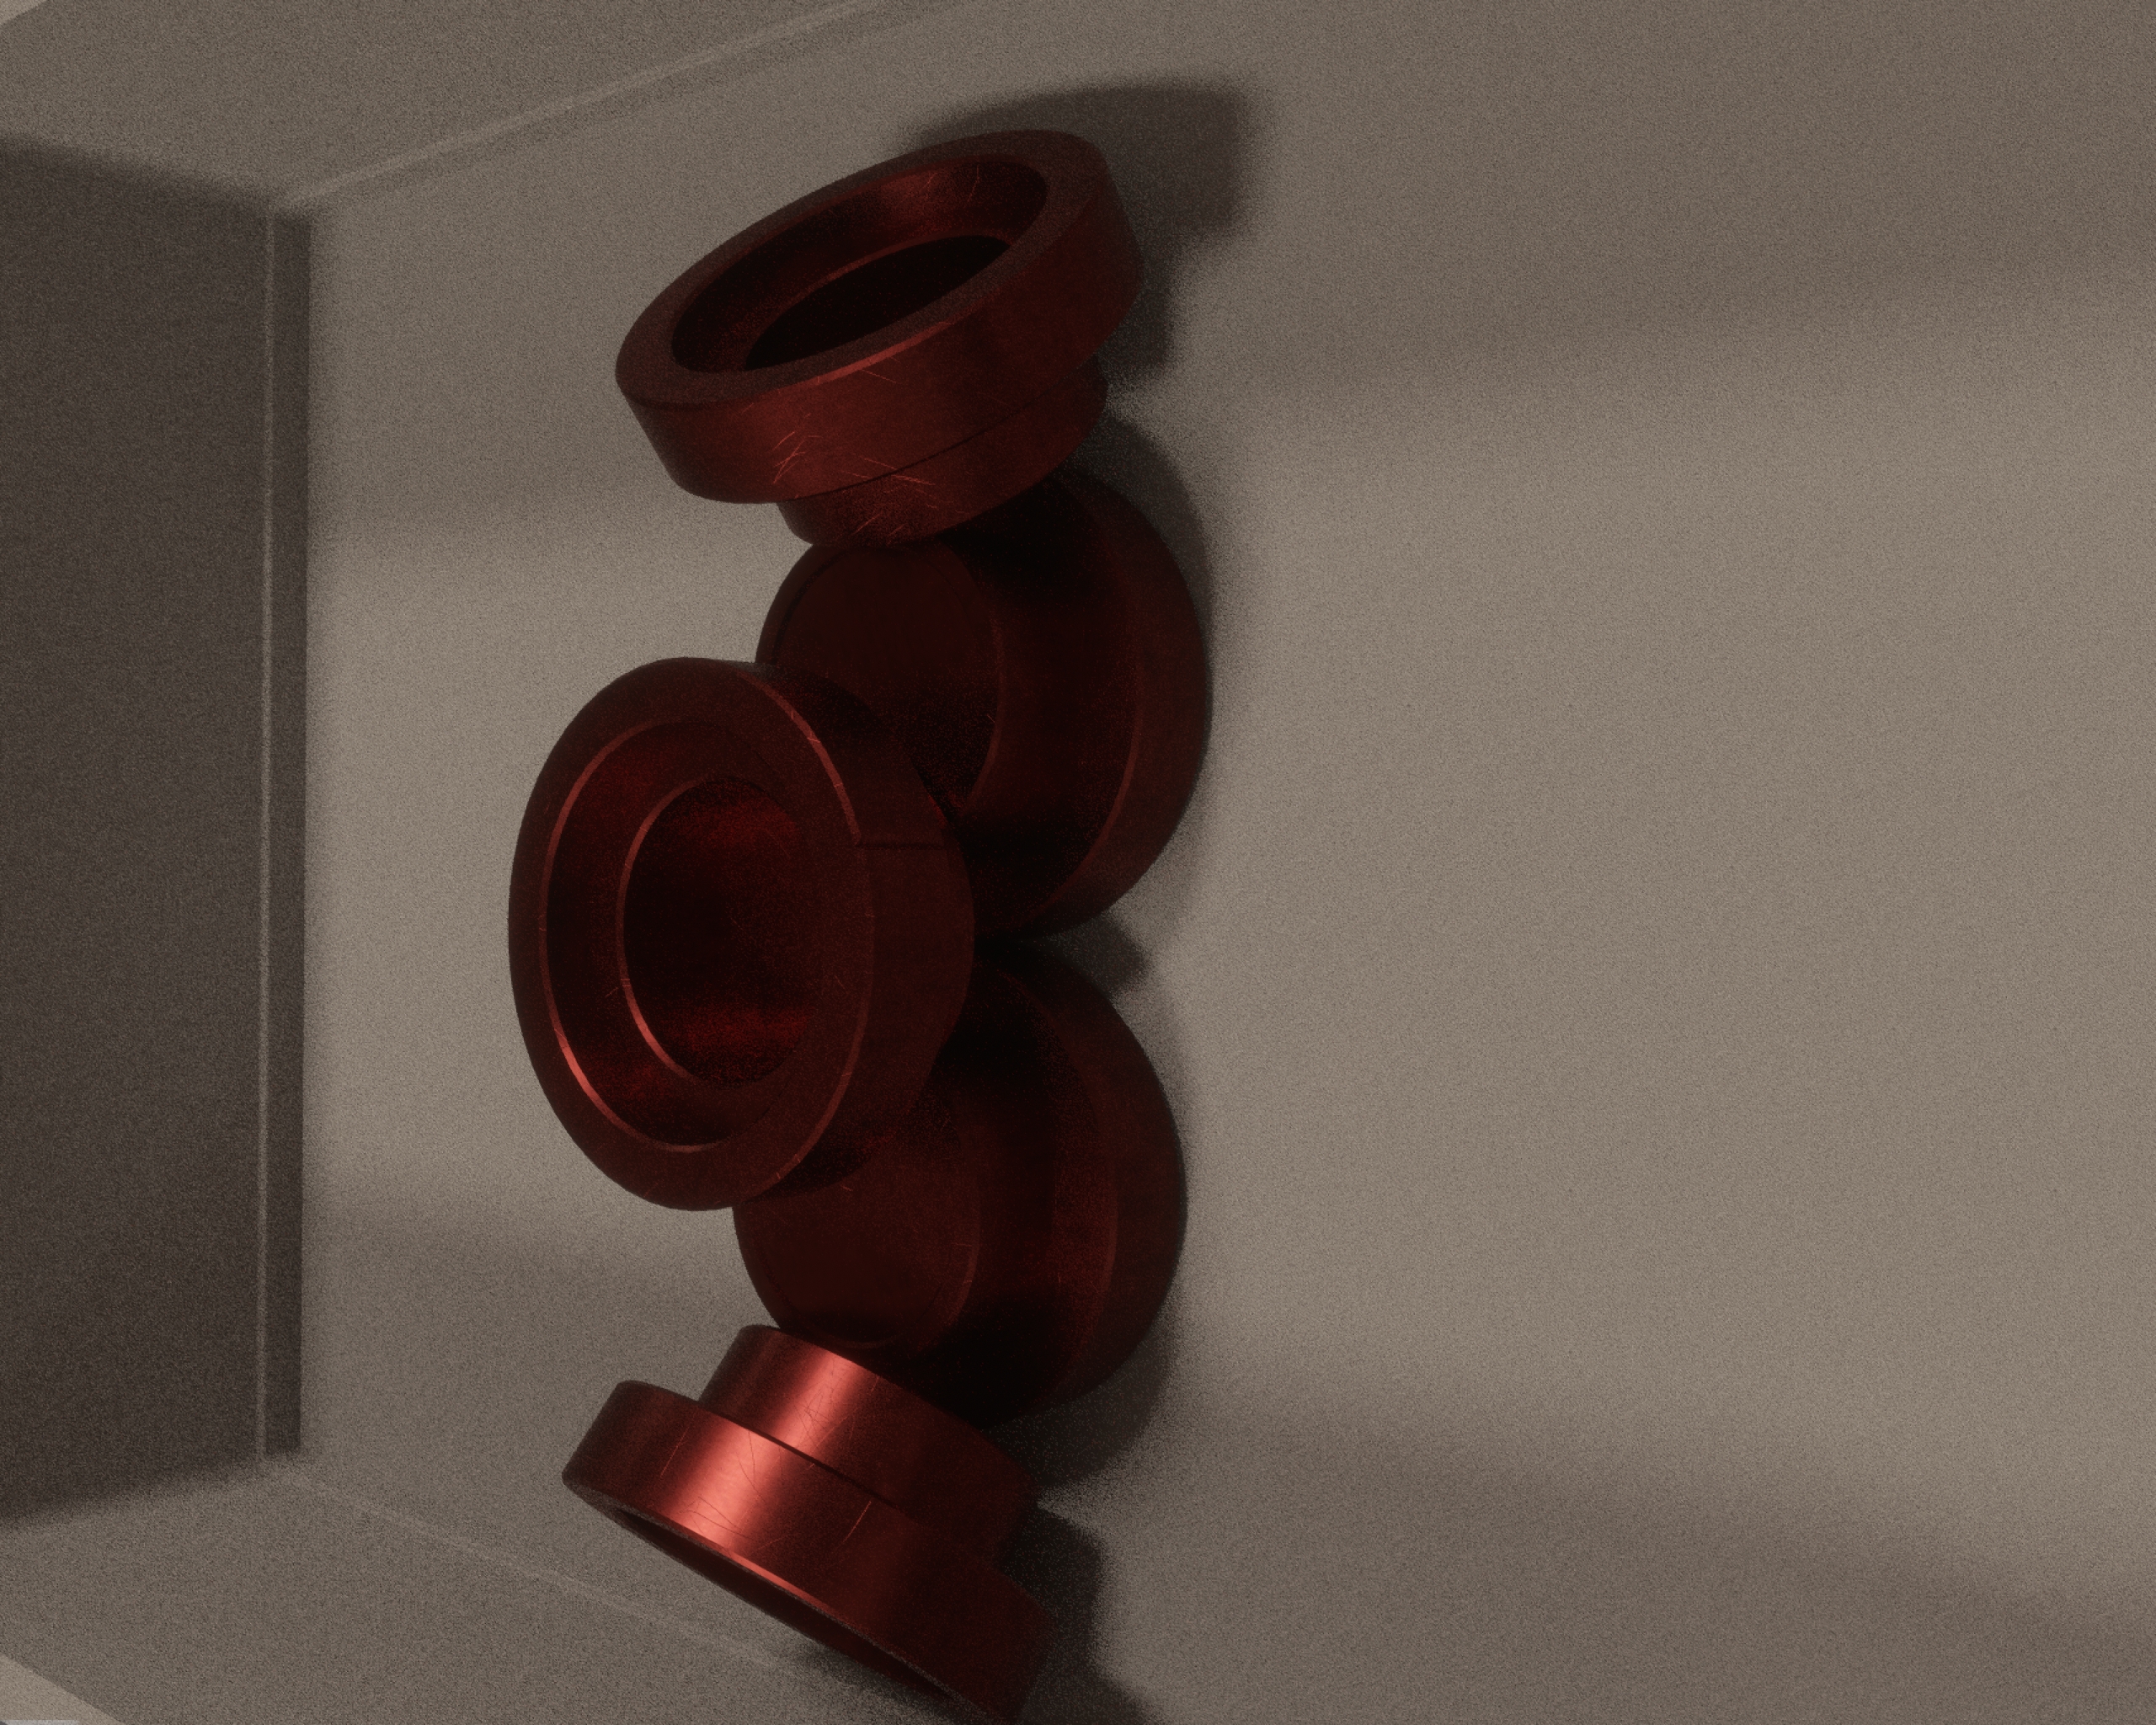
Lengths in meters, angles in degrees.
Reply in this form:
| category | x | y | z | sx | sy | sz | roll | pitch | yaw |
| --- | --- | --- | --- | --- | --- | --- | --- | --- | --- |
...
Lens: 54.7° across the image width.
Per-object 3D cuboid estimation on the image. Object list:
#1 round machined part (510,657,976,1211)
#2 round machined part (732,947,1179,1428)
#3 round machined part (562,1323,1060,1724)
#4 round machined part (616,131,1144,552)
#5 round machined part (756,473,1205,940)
| category | x | y | z | sx | sy | sz | roll | pitch | yaw |
| --- | --- | --- | --- | --- | --- | --- | --- | --- | --- |
| round machined part | -0.058 | 0.012 | 0.383 | 0.098 | 0.042 | 0.097 | 0 | 90 | 39 |
| round machined part | -0.031 | 0.065 | 0.417 | 0.098 | 0.042 | 0.097 | 0 | 90 | 39 |
| round machined part | -0.047 | 0.125 | 0.407 | 0.098 | 0.098 | 0.042 | 8 | 58 | 39 |
| round machined part | -0.033 | -0.095 | 0.395 | 0.098 | 0.098 | 0.042 | 9 | 138 | 39 |
| round machined part | -0.027 | -0.033 | 0.413 | 0.098 | 0.042 | 0.097 | 0 | 90 | 39 |
